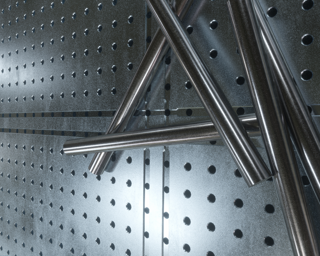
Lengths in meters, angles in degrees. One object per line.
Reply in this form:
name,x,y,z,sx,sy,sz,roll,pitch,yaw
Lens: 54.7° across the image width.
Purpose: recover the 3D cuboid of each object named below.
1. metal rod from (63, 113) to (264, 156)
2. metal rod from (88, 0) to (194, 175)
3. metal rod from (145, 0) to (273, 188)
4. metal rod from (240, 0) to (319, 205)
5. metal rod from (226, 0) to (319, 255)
metal rod,-0.014,0.013,0.398,0.300,0.025,0.025,-8,85,33
metal rod,-0.032,-0.053,0.433,0.025,0.025,0.298,44,116,31
metal rod,0.034,-0.076,0.343,0.025,0.025,0.299,-39,65,33
metal rod,0.128,-0.022,0.302,0.025,0.025,0.299,-29,72,36
metal rod,0.113,0.021,0.293,0.025,0.025,0.298,-17,86,38
